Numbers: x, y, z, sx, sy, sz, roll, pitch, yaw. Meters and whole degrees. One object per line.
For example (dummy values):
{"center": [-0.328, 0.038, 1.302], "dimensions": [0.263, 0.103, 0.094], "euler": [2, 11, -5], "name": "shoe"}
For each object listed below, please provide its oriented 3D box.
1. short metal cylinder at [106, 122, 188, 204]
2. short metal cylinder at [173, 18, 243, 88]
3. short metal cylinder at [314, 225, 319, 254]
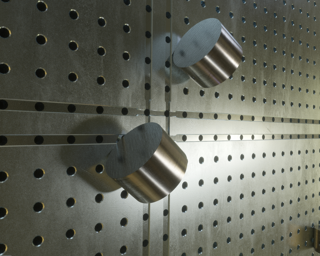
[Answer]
{"center": [-0.016, 0.040, 0.360], "dimensions": [0.050, 0.080, 0.080], "euler": [49, 61, -29], "name": "short metal cylinder"}
{"center": [0.065, -0.103, 0.427], "dimensions": [0.050, 0.080, 0.080], "euler": [35, 69, -35], "name": "short metal cylinder"}
{"center": [0.395, 0.258, 0.705], "dimensions": [0.081, 0.080, 0.050], "euler": [5, 87, -40], "name": "short metal cylinder"}
